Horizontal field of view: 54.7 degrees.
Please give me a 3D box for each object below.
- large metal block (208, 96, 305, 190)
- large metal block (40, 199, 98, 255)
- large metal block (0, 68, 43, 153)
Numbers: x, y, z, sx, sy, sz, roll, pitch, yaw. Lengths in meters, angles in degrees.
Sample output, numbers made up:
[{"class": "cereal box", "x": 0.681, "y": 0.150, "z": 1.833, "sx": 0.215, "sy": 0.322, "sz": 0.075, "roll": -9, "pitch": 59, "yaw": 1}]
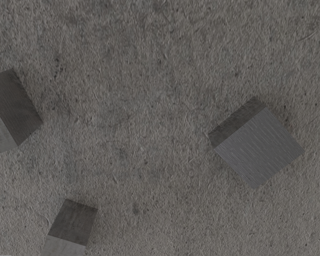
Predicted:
[{"class": "large metal block", "x": 0.123, "y": 0.019, "z": 0.404, "sx": 0.080, "sy": 0.050, "sz": 0.080, "roll": -41, "pitch": 105, "yaw": 13}, {"class": "large metal block", "x": -0.132, "y": 0.162, "z": 0.439, "sx": 0.050, "sy": 0.080, "sz": 0.079, "roll": 20, "pitch": 109, "yaw": -7}, {"class": "large metal block", "x": -0.196, "y": -0.019, "z": 0.371, "sx": 0.050, "sy": 0.080, "sz": 0.080, "roll": -20, "pitch": 109, "yaw": 7}]
